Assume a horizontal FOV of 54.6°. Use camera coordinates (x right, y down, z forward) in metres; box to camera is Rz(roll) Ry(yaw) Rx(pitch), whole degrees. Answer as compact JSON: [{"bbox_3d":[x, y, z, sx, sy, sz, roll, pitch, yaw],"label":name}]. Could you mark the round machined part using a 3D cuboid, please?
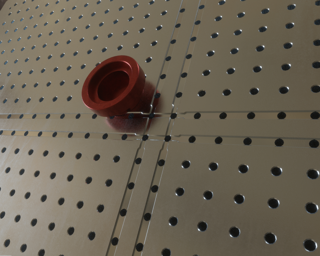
[{"bbox_3d":[-0.065,-0.058,0.469,0.098,0.042,0.098,-13,56,21],"label":"round machined part"}]
